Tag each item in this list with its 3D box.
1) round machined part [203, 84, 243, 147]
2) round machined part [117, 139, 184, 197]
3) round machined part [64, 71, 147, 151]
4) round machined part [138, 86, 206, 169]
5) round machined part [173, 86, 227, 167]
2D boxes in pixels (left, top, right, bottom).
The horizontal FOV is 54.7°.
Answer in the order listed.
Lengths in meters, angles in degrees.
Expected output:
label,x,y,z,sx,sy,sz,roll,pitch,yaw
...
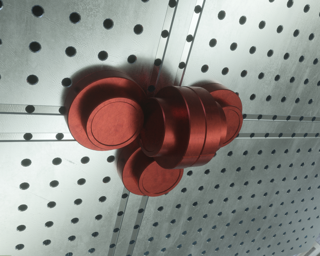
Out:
label,x,y,z,sx,sy,sz,roll,pitch,yaw
round machined part,0.077,-0.010,0.437,0.099,0.042,0.097,-14,125,-21
round machined part,-0.006,0.057,0.433,0.099,0.042,0.097,-14,125,-21
round machined part,-0.058,-0.014,0.361,0.099,0.042,0.097,-14,125,-21
round machined part,0.006,-0.001,0.360,0.042,0.098,0.097,1,118,-30
round machined part,0.045,-0.002,0.382,0.042,0.098,0.097,-1,119,-29
